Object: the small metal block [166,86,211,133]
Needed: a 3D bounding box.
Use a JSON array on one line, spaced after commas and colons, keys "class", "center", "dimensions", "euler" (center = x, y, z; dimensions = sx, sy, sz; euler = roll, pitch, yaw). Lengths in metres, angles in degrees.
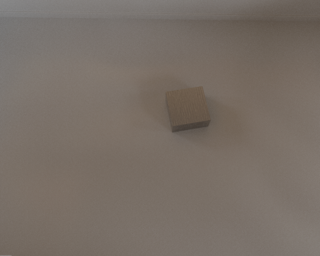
[{"class": "small metal block", "center": [0.037, -0.025, 0.419], "dimensions": [0.050, 0.025, 0.050], "euler": [-9, 70, -4]}]
